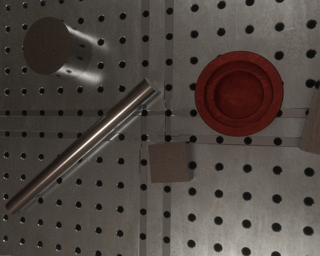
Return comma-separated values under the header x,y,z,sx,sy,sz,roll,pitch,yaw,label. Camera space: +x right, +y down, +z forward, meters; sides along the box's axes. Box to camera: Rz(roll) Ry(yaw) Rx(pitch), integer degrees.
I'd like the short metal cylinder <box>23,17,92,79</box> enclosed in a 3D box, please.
x,y,z,sx,sy,sz,roll,pitch,yaw,label
-0.148,-0.113,0.450,0.080,0.050,0.079,0,90,19,short metal cylinder

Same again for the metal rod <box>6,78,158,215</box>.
x,y,z,sx,sy,sz,roll,pitch,yaw,label
-0.123,0.034,0.454,0.300,0.025,0.025,-40,78,15,metal rod

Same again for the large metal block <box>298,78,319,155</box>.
x,y,z,sx,sy,sz,roll,pitch,yaw,label
0.202,-0.006,0.329,0.080,0.050,0.079,15,95,19,large metal block

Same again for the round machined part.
x,y,z,sx,sy,sz,roll,pitch,yaw,label
0.094,-0.039,0.370,0.098,0.042,0.097,0,90,19,round machined part

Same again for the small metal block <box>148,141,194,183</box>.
x,y,z,sx,sy,sz,roll,pitch,yaw,label
0.014,0.045,0.407,0.050,0.025,0.050,-6,88,19,small metal block
